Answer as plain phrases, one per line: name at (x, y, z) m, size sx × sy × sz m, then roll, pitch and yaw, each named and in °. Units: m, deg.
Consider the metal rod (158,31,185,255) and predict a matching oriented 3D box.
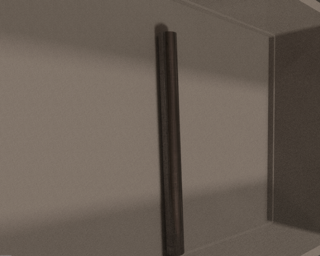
metal rod at (0.016, 0.022, 0.421) m, size 0.025 × 0.025 × 0.298 m, roll -4°, pitch 93°, yaw -40°
